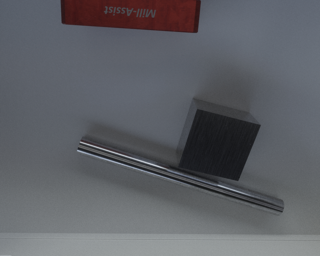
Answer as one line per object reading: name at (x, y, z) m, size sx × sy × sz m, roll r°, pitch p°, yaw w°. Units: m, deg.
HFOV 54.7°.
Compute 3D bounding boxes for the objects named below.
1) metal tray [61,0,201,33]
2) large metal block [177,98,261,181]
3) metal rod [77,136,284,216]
metal tray at (-0.028, -0.123, 0.330) m, size 0.131 × 0.090 × 0.030 m, roll 3°, pitch 110°, yaw -2°
large metal block at (0.072, 0.014, 0.404) m, size 0.081 × 0.050 × 0.079 m, roll 14°, pitch 109°, yaw -6°
metal rod at (0.034, 0.070, 0.437) m, size 0.302 × 0.025 × 0.025 m, roll 18°, pitch 109°, yaw -7°
